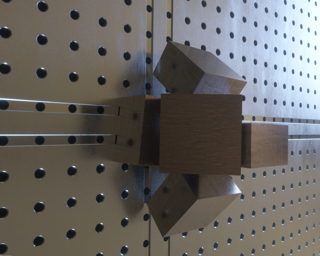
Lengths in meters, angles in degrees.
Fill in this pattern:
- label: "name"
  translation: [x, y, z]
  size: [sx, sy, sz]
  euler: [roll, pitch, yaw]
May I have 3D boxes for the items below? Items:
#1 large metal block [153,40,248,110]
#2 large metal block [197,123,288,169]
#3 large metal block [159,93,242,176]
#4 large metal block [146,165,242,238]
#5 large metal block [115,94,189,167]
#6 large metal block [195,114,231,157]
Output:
- label: "large metal block"
  translation: [0.051, -0.066, 0.405]
  size: [0.081, 0.080, 0.050]
  euler: [3, 127, -40]
- label: "large metal block"
  translation: [0.105, 0.020, 0.395]
  size: [0.081, 0.080, 0.050]
  euler: [2, 89, -40]
- label: "large metal block"
  translation: [0.042, 0.006, 0.332]
  size: [0.080, 0.050, 0.080]
  euler: [1, 90, 5]
- label: "large metal block"
  translation: [0.042, 0.091, 0.401]
  size: [0.081, 0.050, 0.080]
  euler: [3, 133, -40]
- label: "large metal block"
  translation: [-0.005, 0.006, 0.388]
  size: [0.081, 0.050, 0.080]
  euler: [9, 85, -40]
- label: "large metal block"
  translation: [0.061, 0.010, 0.442]
  size: [0.081, 0.050, 0.080]
  euler: [4, 88, -40]
